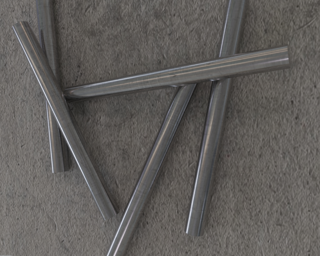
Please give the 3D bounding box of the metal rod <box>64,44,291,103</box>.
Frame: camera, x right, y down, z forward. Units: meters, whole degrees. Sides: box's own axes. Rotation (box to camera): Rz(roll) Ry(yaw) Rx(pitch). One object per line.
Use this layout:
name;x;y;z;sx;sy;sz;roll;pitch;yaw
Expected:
metal rod;0.000;-0.061;0.386;0.300;0.025;0.025;-5;88;28

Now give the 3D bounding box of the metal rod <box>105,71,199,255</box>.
metal rod;-0.012;0.059;0.413;0.025;0.025;0.298;26;98;18

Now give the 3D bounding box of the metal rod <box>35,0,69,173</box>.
metal rod;-0.164;-0.083;0.466;0.025;0.025;0.298;-7;88;20

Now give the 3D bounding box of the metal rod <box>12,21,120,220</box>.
metal rod;-0.133;-0.011;0.438;0.025;0.025;0.299;-27;88;18

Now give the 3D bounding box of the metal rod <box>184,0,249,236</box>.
metal rod;0.069;-0.014;0.384;0.025;0.025;0.298;11;94;19
